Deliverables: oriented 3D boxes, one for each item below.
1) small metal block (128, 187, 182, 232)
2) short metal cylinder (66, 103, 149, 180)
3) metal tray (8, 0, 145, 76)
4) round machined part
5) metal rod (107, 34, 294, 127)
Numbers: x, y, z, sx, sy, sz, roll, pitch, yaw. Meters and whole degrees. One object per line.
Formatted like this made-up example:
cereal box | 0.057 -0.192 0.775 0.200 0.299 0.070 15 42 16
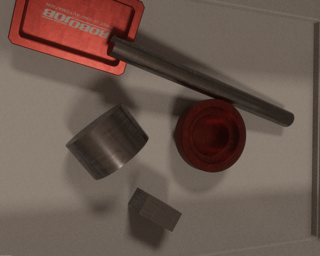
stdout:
small metal block | -0.008 0.103 0.396 0.050 0.050 0.025 33 79 -17
short metal cylinder | -0.060 0.015 0.360 0.080 0.080 0.050 -40 103 -16
metal tray | -0.094 -0.123 0.357 0.131 0.030 0.089 14 106 -20
round machined part | 0.065 0.010 0.427 0.099 0.042 0.097 0 90 -21
metal rod | 0.073 -0.053 0.416 0.302 0.025 0.025 17 84 -28
